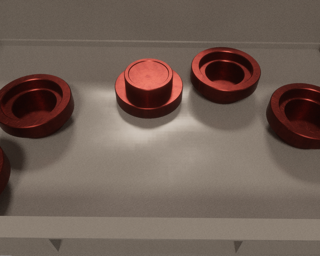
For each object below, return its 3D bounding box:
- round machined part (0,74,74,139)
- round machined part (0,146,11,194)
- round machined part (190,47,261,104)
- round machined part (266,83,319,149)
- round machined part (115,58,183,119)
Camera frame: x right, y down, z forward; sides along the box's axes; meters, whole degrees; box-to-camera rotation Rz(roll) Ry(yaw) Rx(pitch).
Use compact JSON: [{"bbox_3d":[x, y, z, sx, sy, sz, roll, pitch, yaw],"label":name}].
[{"bbox_3d":[-0.164,-0.025,0.413,0.099,0.042,0.098,0,50,0],"label":"round machined part"},{"bbox_3d":[-0.216,0.058,0.342,0.099,0.042,0.098,0,50,0],"label":"round machined part"},{"bbox_3d":[0.094,-0.073,0.457,0.099,0.042,0.098,0,50,0],"label":"round machined part"},{"bbox_3d":[0.189,-0.011,0.406,0.099,0.042,0.098,0,50,0],"label":"round machined part"},{"bbox_3d":[-0.016,-0.063,0.447,0.099,0.042,0.098,0,50,0],"label":"round machined part"}]
